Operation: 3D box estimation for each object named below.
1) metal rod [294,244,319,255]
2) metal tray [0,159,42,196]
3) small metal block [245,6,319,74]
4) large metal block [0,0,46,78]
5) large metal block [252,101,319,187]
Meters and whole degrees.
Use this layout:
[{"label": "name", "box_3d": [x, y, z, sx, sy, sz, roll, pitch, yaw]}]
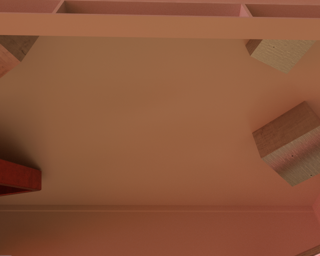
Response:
[{"label": "metal rod", "box_3d": [0.223, 0.150, 0.386, 0.025, 0.025, 0.299, 33, 122, -25]}, {"label": "metal tray", "box_3d": [-0.234, 0.069, 0.418, 0.090, 0.030, 0.130, -9, 162, 7]}, {"label": "small metal block", "box_3d": [0.130, -0.093, 0.332, 0.050, 0.025, 0.050, 21, 127, -17]}, {"label": "large metal block", "box_3d": [-0.169, -0.081, 0.301, 0.080, 0.080, 0.050, -28, 125, 21]}, {"label": "large metal block", "box_3d": [0.186, 0.023, 0.416, 0.080, 0.050, 0.080, -37, 122, 26]}]
